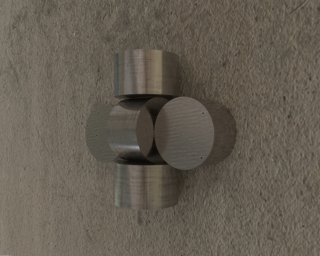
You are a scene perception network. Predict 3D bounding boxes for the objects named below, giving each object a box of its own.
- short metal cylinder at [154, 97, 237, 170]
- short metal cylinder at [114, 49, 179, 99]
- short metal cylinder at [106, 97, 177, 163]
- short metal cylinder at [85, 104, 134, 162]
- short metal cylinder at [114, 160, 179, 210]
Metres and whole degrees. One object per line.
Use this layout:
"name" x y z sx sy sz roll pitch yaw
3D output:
"short metal cylinder" 0.040 0.005 0.357 0.080 0.050 0.080 0 91 40
"short metal cylinder" -0.017 -0.063 0.385 0.080 0.081 0.050 0 90 40
"short metal cylinder" -0.019 0.002 0.387 0.050 0.081 0.080 1 91 40
"short metal cylinder" -0.060 0.007 0.440 0.080 0.050 0.080 0 90 39
"short metal cylinder" -0.017 0.067 0.386 0.080 0.081 0.050 0 90 40
